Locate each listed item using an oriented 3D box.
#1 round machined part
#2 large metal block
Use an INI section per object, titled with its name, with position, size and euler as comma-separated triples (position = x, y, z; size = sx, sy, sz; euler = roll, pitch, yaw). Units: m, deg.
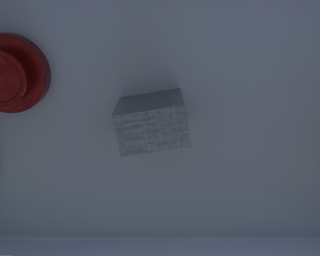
[round machined part]
position = -0.189, -0.064, 0.376
size = 0.099, 0.042, 0.097
euler = 0, 110, -1
[large metal block]
position = -0.009, -0.010, 0.378
size = 0.080, 0.080, 0.050
euler = -9, 110, 3
